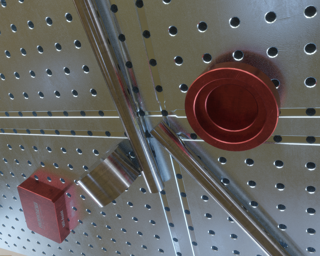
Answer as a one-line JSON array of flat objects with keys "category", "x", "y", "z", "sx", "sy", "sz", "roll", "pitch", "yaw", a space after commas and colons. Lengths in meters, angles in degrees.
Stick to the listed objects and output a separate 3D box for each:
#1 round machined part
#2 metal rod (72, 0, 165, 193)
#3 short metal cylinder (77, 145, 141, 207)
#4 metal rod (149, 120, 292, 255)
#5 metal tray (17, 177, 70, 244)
[{"category": "round machined part", "x": 0.081, "y": -0.026, "z": 0.341, "sx": 0.098, "sy": 0.042, "sz": 0.097, "roll": 13, "pitch": 124, "yaw": 20}, {"category": "metal rod", "x": -0.050, "y": -0.039, "z": 0.411, "sx": 0.025, "sy": 0.025, "sz": 0.298, "roll": -6, "pitch": 116, "yaw": 30}, {"category": "short metal cylinder", "x": -0.075, "y": 0.070, "z": 0.457, "sx": 0.080, "sy": 0.080, "sz": 0.050, "roll": -35, "pitch": 99, "yaw": 38}, {"category": "metal rod", "x": 0.098, "y": 0.106, "z": 0.424, "sx": 0.300, "sy": 0.025, "sz": 0.025, "roll": 46, "pitch": 129, "yaw": -5}, {"category": "metal tray", "x": -0.236, "y": 0.170, "z": 0.635, "sx": 0.090, "sy": 0.030, "sz": 0.129, "roll": 17, "pitch": 125, "yaw": 18}]
